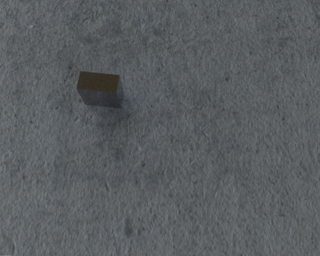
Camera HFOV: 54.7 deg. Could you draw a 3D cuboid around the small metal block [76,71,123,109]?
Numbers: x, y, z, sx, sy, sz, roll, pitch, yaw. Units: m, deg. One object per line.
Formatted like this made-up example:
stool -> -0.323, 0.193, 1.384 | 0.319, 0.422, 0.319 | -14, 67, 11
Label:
small metal block -> -0.078, -0.050, 0.412 | 0.050, 0.050, 0.025 | 6, 70, 2
